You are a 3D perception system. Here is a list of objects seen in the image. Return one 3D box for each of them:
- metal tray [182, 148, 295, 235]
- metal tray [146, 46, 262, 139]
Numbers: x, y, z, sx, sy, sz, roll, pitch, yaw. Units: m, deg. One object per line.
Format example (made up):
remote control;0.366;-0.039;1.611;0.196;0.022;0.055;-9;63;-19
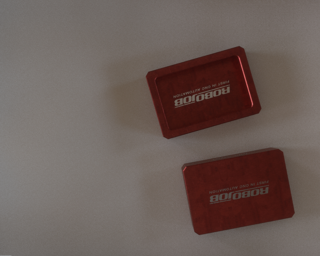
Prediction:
metal tray;0.101;0.082;0.410;0.131;0.030;0.089;-11;90;0
metal tray;0.056;-0.045;0.409;0.131;0.030;0.090;-16;90;0
